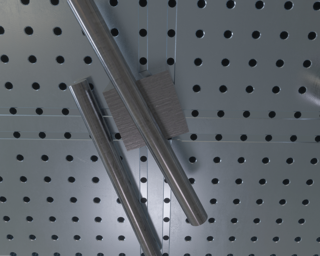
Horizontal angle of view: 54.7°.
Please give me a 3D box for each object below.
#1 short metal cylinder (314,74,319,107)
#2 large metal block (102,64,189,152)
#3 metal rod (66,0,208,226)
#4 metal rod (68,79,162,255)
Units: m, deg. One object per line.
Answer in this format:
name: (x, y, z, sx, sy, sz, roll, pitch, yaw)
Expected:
short metal cylinder: (0.245, -0.046, 0.386, 0.081, 0.050, 0.079, 0, 110, 0)
large metal block: (-0.016, -0.027, 0.390, 0.080, 0.050, 0.080, -18, 109, 6)
metal rod: (-0.016, -0.006, 0.357, 0.025, 0.025, 0.299, -25, 109, 9)
metal rod: (-0.056, 0.075, 0.440, 0.025, 0.025, 0.298, -18, 109, 6)
